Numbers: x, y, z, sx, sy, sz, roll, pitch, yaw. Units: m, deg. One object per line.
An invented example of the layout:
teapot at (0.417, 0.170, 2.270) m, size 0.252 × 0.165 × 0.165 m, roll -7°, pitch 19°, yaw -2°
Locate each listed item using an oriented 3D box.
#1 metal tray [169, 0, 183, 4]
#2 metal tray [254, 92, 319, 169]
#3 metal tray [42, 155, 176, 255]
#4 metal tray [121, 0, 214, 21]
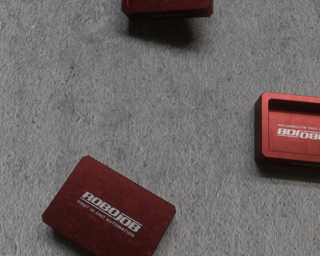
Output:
metal tray at (0.009, -0.271, 0.504) m, size 0.130 × 0.030 × 0.090 m, roll 41°, pitch 75°, yaw 13°
metal tray at (0.193, 0.005, 0.404) m, size 0.131 × 0.030 × 0.090 m, roll 6°, pitch 70°, yaw 2°
metal tray at (-0.058, 0.103, 0.367) m, size 0.130 × 0.030 × 0.090 m, roll 29°, pitch 72°, yaw 10°
metal tray at (0.012, -0.208, 0.451) m, size 0.130 × 0.030 × 0.089 m, roll 2°, pitch 88°, yaw 15°
